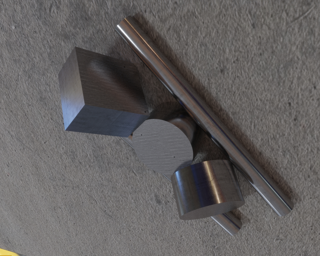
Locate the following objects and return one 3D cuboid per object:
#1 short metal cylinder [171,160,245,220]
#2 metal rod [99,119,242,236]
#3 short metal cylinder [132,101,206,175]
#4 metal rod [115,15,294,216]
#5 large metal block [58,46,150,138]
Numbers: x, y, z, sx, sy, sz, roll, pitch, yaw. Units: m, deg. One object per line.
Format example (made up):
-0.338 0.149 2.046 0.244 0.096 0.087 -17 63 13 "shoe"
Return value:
0.058 0.078 0.383 0.080 0.081 0.050 -36 56 38 "short metal cylinder"
-0.004 0.043 0.436 0.300 0.025 0.025 42 129 -1 "metal rod"
0.012 0.013 0.393 0.080 0.050 0.079 13 124 21 "short metal cylinder"
0.057 -0.010 0.372 0.300 0.025 0.025 48 129 -6 "metal rod"
-0.067 -0.039 0.364 0.050 0.081 0.080 -42 53 39 "large metal block"
